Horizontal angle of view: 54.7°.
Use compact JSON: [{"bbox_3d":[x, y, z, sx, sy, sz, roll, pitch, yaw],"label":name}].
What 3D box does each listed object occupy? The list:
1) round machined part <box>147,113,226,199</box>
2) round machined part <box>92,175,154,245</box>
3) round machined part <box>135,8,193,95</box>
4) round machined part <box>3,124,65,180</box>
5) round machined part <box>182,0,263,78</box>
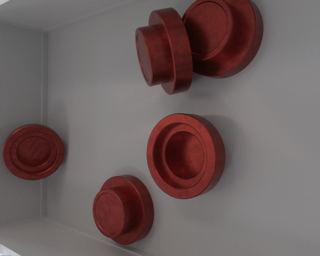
[{"bbox_3d":[0.034,0.032,0.368,0.098,0.042,0.097,0,90,40],"label":"round machined part"},{"bbox_3d":[-0.059,0.118,0.445,0.098,0.042,0.097,0,90,40],"label":"round machined part"},{"bbox_3d":[0.000,-0.086,0.361,0.098,0.042,0.097,166,89,-79],"label":"round machined part"},{"bbox_3d":[-0.224,0.040,0.551,0.042,0.099,0.097,22,105,63],"label":"round machined part"},{"bbox_3d":[0.060,-0.106,0.346,0.098,0.042,0.097,0,90,40],"label":"round machined part"}]
